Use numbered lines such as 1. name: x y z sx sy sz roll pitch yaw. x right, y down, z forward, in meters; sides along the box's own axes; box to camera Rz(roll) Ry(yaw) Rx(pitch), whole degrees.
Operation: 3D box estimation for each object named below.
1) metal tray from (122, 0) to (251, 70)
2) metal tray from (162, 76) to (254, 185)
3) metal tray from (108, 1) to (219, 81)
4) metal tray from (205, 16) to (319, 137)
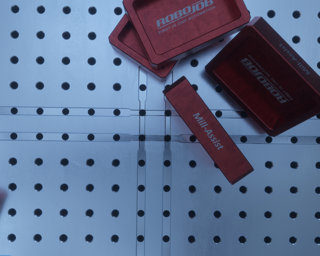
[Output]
1. metal tray: 0.032 -0.140 0.380 0.131 0.030 0.090 -25 90 -1
2. metal tray: 0.056 0.000 0.380 0.030 0.090 0.130 -37 90 6
3. metal tray: 0.006 -0.140 0.410 0.090 0.030 0.130 35 90 -1
4. metal tray: 0.130 -0.058 0.381 0.130 0.090 0.030 45 52 -2
